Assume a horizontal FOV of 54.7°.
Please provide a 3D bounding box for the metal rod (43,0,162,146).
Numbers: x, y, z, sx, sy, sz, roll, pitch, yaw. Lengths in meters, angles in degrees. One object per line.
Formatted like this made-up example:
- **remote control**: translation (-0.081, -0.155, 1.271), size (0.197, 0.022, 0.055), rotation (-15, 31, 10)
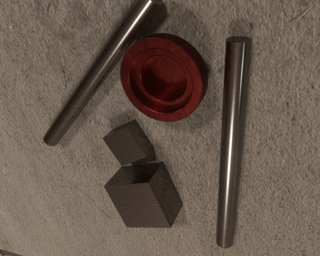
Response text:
- **metal rod**: translation (-0.094, -0.060, 0.417), size (0.025, 0.025, 0.299), rotation (45, 129, -3)

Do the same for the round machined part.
- **round machined part**: translation (0.008, -0.060, 0.354), size (0.098, 0.042, 0.097), rotation (13, 124, 20)

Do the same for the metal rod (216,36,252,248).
- **metal rod**: translation (0.087, 0.040, 0.384), size (0.025, 0.025, 0.298), rotation (10, 123, 22)

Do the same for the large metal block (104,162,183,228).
- **large metal block**: translation (-0.023, 0.101, 0.464), size (0.080, 0.050, 0.080), rotation (-11, 113, 32)

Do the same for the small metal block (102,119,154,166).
- **small metal block**: translation (-0.045, 0.021, 0.442), size (0.050, 0.025, 0.050), rotation (-23, 107, 36)
